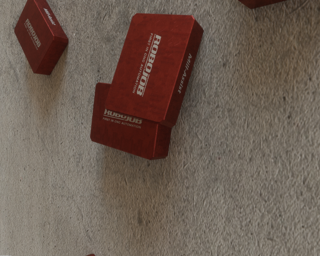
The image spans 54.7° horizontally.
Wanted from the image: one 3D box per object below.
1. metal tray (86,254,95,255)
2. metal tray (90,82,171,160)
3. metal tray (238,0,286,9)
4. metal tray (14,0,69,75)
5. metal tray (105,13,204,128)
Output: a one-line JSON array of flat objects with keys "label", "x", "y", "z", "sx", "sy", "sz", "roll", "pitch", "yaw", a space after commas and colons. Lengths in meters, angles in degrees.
[{"label": "metal tray", "x": -0.100, "y": 0.279, "z": 0.484, "sx": 0.130, "sy": 0.030, "sz": 0.089, "roll": 43, "pitch": 116, "yaw": 31}, {"label": "metal tray", "x": -0.043, "y": -0.014, "z": 0.437, "sx": 0.130, "sy": 0.030, "sz": 0.089, "roll": 13, "pitch": 98, "yaw": 39}, {"label": "metal tray", "x": 0.121, "y": -0.194, "z": 0.301, "sx": 0.090, "sy": 0.030, "sz": 0.129, "roll": 1, "pitch": 90, "yaw": 40}, {"label": "metal tray", "x": -0.230, "y": -0.177, "z": 0.591, "sx": 0.090, "sy": 0.030, "sz": 0.130, "roll": -47, "pitch": 62, "yaw": 29}, {"label": "metal tray", "x": -0.008, "y": -0.073, "z": 0.382, "sx": 0.090, "sy": 0.030, "sz": 0.129, "roll": 15, "pitch": 86, "yaw": 31}]
